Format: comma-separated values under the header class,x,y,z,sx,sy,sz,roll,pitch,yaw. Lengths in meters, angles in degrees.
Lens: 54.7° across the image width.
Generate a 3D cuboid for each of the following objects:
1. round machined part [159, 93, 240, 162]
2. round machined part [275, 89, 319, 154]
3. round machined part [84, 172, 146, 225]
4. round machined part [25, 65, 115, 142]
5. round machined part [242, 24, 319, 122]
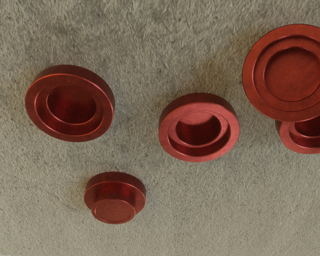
class,x,y,z,sx,sy,sz,roll,pitch,yaw
round machined part,0.048,-0.005,0.392,0.099,0.042,0.097,0,130,0
round machined part,0.193,-0.016,0.384,0.099,0.042,0.097,0,130,0
round machined part,-0.072,0.118,0.495,0.099,0.042,0.097,0,130,0
round machined part,-0.102,-0.032,0.367,0.099,0.042,0.097,0,130,0
round machined part,0.140,-0.056,0.328,0.098,0.042,0.097,2,95,23
